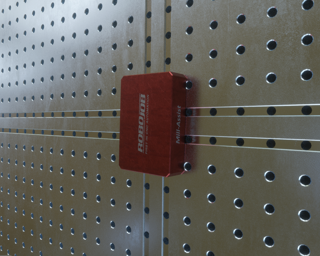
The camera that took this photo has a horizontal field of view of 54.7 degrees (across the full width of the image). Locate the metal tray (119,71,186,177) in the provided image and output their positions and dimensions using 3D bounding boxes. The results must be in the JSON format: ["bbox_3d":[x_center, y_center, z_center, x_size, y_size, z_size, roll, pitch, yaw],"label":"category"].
[{"bbox_3d":[-0.012,-0.006,0.413,0.090,0.030,0.129,3,92,39],"label":"metal tray"}]
